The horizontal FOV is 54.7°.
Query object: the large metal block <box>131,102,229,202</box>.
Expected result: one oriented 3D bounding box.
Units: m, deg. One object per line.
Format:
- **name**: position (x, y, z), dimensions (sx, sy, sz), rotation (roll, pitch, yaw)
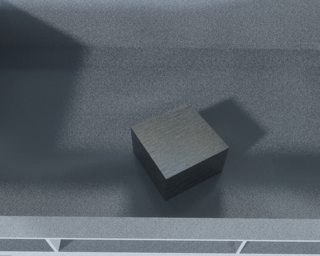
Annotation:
- **large metal block**: position (0.021, 0.026, 0.367), dimensions (0.081, 0.050, 0.080), rotation (-24, 54, -19)
